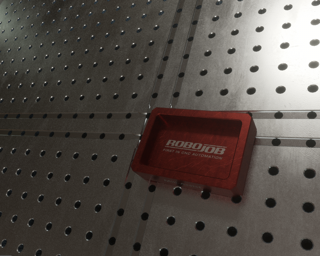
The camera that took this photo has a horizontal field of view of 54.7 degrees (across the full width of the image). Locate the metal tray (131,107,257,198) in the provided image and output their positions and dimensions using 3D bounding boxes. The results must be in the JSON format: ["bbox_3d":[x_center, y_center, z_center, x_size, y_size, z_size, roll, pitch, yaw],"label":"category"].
[{"bbox_3d":[0.039,0.024,0.368,0.130,0.030,0.090,6,64,30],"label":"metal tray"}]
